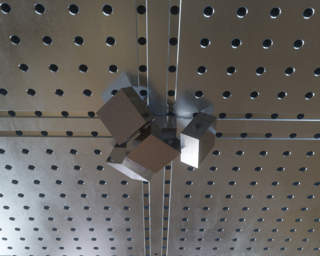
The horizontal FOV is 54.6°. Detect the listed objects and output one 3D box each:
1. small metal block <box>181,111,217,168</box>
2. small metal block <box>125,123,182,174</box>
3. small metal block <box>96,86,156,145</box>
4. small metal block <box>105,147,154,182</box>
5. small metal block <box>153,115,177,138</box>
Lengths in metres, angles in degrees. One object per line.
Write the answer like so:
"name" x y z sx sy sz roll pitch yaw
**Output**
"small metal block" 0.050 0.015 0.404 0.025 0.050 0.050 21 136 26
"small metal block" -0.009 0.026 0.400 0.050 0.025 0.050 33 122 -26
"small metal block" -0.042 -0.015 0.382 0.050 0.025 0.050 -39 85 28
"small metal block" -0.041 0.051 0.438 0.050 0.025 0.050 37 158 -27
"small metal block" -0.004 0.010 0.420 0.050 0.025 0.050 1 133 -1
